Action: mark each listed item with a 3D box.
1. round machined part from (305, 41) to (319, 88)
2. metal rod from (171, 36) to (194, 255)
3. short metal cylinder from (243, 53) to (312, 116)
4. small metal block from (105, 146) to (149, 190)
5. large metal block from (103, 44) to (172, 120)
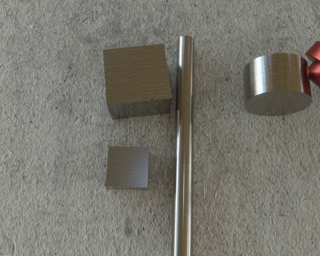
[{"bbox_3d":[0.231,-0.067,0.407,0.098,0.098,0.042,43,111,14],"label":"round machined part"},{"bbox_3d":[0.032,0.012,0.404,0.025,0.025,0.299,3,70,0],"label":"metal rod"},{"bbox_3d":[0.150,-0.053,0.400,0.081,0.080,0.050,3,70,1],"label":"short metal cylinder"},{"bbox_3d":[-0.039,0.051,0.389,0.050,0.025,0.050,2,70,0],"label":"small metal block"},{"bbox_3d":[-0.030,-0.061,0.417,0.081,0.050,0.080,-6,70,-3],"label":"large metal block"}]
